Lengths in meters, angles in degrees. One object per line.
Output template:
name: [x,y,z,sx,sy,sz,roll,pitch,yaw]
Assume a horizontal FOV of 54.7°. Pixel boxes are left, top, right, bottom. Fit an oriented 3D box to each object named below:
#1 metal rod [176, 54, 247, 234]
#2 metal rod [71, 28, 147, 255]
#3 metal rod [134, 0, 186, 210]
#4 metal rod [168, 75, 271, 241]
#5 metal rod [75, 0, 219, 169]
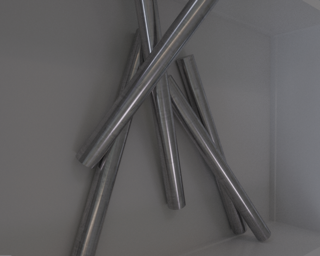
metal rod: [0.084,0.035,0.476,0.025,0.025,0.298,-32,110,-35]
metal rod: [-0.054,0.023,0.360,0.025,0.025,0.299,23,75,-38]
metal rod: [0.001,-0.035,0.382,0.025,0.025,0.298,-23,112,-38]
metal rod: [0.085,0.054,0.454,0.025,0.025,0.299,-45,110,-31]
metal rod: [0.008,-0.082,0.328,0.025,0.025,0.299,34,96,-35]
